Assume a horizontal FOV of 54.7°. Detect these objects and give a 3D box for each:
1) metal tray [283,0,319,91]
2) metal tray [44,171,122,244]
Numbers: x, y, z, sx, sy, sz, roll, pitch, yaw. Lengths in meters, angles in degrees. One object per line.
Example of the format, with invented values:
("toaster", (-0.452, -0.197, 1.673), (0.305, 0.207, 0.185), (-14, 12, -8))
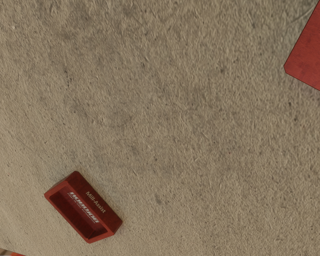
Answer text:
("metal tray", (0.182, -0.058, 0.249), (0.130, 0.030, 0.089), (37, 131, 24))
("metal tray", (-0.142, 0.149, 0.570), (0.090, 0.030, 0.130), (-33, 101, 38))
